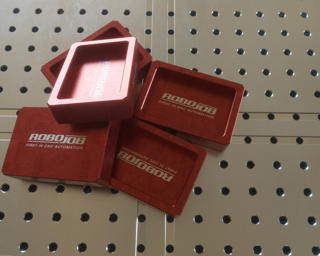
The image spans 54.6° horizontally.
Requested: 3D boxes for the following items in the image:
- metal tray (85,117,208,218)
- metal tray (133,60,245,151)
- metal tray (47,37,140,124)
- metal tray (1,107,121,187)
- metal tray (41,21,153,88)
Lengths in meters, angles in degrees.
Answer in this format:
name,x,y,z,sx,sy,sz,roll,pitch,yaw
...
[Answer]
name,x,y,z,sx,sy,sz,roll,pitch,yaw
metal tray,-0.018,0.045,0.392,0.130,0.030,0.090,24,72,8
metal tray,0.039,-0.031,0.419,0.130,0.030,0.090,17,71,6
metal tray,-0.076,-0.063,0.386,0.090,0.030,0.130,-4,46,6
metal tray,-0.121,0.021,0.383,0.130,0.030,0.090,2,70,15
metal tray,-0.086,-0.084,0.438,0.130,0.030,0.090,-38,74,-13
